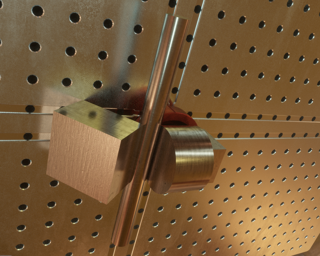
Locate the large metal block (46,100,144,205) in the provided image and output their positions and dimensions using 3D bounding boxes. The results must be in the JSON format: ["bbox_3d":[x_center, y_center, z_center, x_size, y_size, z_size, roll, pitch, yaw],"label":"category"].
[{"bbox_3d":[-0.073,0.024,0.344,0.050,0.080,0.079,-39,148,-61],"label":"large metal block"}]

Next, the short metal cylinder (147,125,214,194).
[{"bbox_3d":[0.019,0.036,0.371,0.050,0.080,0.079,1,118,-29],"label":"short metal cylinder"}]

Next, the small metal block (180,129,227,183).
[{"bbox_3d":[0.052,0.035,0.392,0.025,0.050,0.050,1,118,-30],"label":"small metal block"}]

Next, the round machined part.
[{"bbox_3d":[-0.001,0.014,0.408,0.099,0.042,0.097,-14,125,-21],"label":"round machined part"}]

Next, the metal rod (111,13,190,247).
[{"bbox_3d":[-0.019,0.022,0.362,0.025,0.025,0.298,1,118,-29],"label":"metal rod"}]
